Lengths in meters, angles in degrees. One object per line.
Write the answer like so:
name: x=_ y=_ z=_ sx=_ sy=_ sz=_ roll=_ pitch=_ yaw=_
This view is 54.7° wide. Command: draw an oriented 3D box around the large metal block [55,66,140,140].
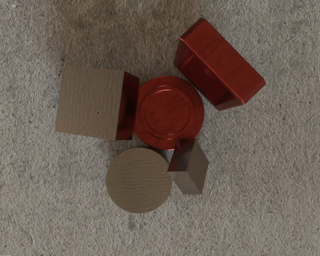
large metal block: x=-0.076 y=-0.030 z=0.385 sx=0.080 sy=0.050 sz=0.079 roll=7 pitch=90 yaw=16

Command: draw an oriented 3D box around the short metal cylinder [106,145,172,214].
short metal cylinder: x=-0.025 y=0.063 z=0.399 sx=0.081 sy=0.050 sz=0.079 roll=0 pitch=90 yaw=-1

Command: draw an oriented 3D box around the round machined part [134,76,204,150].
round machined part: x=0.009 y=-0.020 z=0.404 sx=0.099 sy=0.042 sz=0.097 roll=0 pitch=90 yaw=-1

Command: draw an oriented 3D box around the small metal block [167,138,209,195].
small metal block: x=0.037 y=0.049 z=0.388 sx=0.025 sy=0.050 sz=0.050 roll=-6 pitch=135 yaw=30

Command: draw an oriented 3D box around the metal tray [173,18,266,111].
metal tray: x=0.060 y=-0.065 z=0.358 sx=0.030 sy=0.130 sz=0.090 roll=-44 pitch=91 yaw=0
